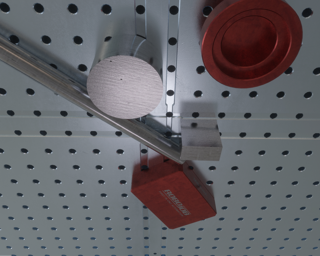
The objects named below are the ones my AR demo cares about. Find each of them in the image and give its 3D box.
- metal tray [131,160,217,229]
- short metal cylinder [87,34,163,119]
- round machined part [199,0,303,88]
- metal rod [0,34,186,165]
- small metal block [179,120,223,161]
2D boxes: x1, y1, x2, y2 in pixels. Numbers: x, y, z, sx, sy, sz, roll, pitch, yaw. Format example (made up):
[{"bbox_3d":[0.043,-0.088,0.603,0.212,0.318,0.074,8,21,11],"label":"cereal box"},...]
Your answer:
[{"bbox_3d":[0.025,0.110,0.503,0.090,0.030,0.130,-24,127,19],"label":"metal tray"},{"bbox_3d":[-0.037,-0.057,0.347,0.081,0.050,0.079,0,130,0],"label":"short metal cylinder"},{"bbox_3d":[0.090,-0.093,0.322,0.099,0.042,0.097,0,130,0],"label":"round machined part"},{"bbox_3d":[-0.083,-0.030,0.384,0.301,0.025,0.025,32,123,-25],"label":"metal rod"},{"bbox_3d":[0.052,0.016,0.410,0.050,0.050,0.025,2,130,-2],"label":"small metal block"}]
